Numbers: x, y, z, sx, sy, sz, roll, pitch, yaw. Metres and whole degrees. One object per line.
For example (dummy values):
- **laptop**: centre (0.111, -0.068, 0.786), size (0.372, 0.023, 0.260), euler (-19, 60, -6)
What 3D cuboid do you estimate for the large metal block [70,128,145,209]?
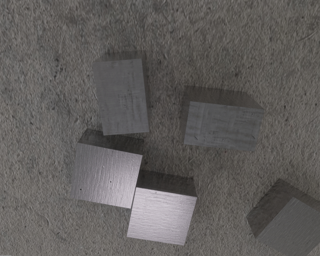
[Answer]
- **large metal block**: centre (-0.069, 0.053, 0.415), size (0.081, 0.050, 0.079), euler (12, 110, -5)

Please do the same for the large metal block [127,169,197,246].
- **large metal block**: centre (0.001, 0.111, 0.437), size (0.081, 0.050, 0.079), euler (10, 110, -4)

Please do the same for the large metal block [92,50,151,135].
- **large metal block**: centre (-0.040, -0.045, 0.363), size (0.050, 0.080, 0.079), euler (-5, 110, 2)

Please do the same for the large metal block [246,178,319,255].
- **large metal block**: centre (0.187, 0.132, 0.447), size (0.080, 0.050, 0.080), euler (30, 107, -11)

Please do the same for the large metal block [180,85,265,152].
- **large metal block**: centre (0.069, -0.015, 0.375), size (0.081, 0.080, 0.050), euler (6, 110, -3)
